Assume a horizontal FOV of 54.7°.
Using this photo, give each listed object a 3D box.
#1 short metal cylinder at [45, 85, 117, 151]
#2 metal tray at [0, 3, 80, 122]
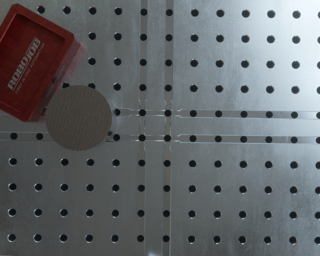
[{"bbox_3d":[-0.099,-0.012,0.400,0.081,0.050,0.079,0,90,-1],"label":"short metal cylinder"},{"bbox_3d":[-0.178,-0.083,0.408,0.090,0.030,0.130,29,90,-1],"label":"metal tray"}]
